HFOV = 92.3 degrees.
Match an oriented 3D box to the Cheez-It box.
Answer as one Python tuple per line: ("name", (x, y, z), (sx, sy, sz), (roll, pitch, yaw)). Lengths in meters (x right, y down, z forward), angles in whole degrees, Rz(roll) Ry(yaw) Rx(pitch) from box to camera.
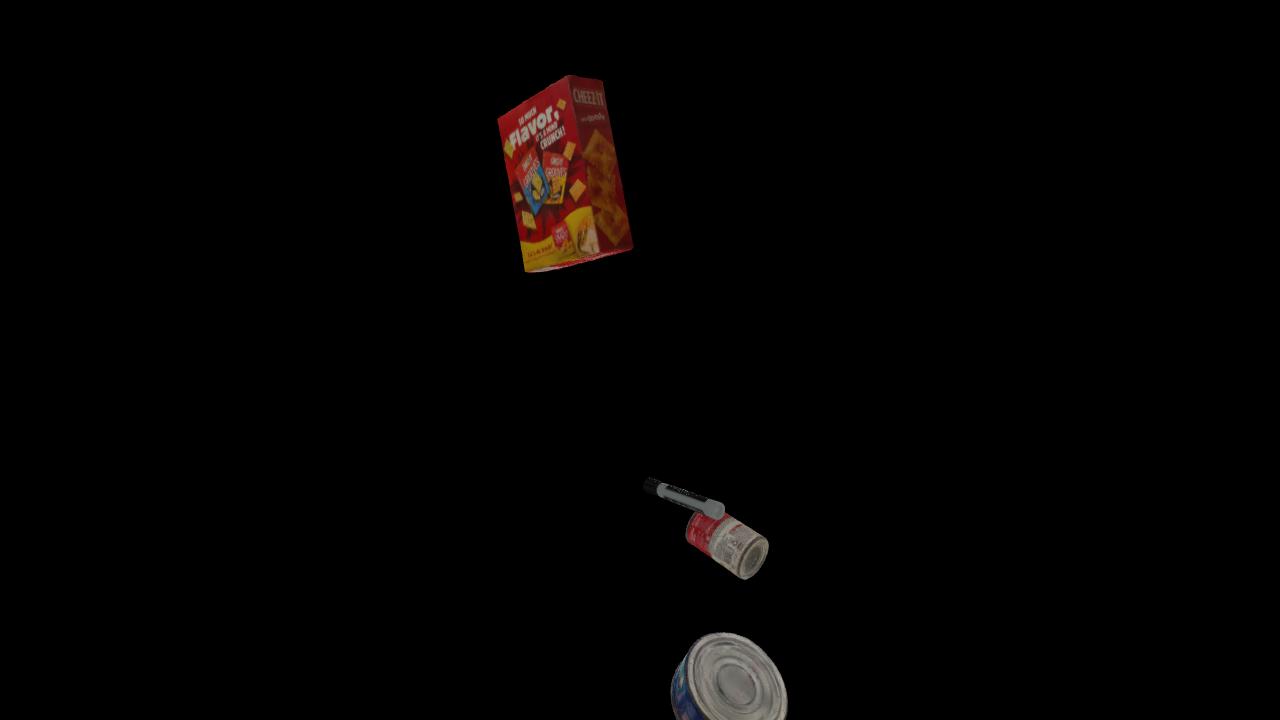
("Cheez-It box", (-0.105, -0.242, 0.835), (0.166, 0.223, 0.071), (-5, 8, 45))

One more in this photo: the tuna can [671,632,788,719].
("tuna can", (0.067, 0.251, 0.464), (0.084, 0.034, 0.084), (15, 32, -9))

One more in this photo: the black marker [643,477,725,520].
("black marker", (0.045, 0.152, 0.686), (0.020, 0.020, 0.121), (0, 5, -39))

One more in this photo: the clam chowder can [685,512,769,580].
("clam chowder can", (0.125, 0.260, 0.886), (0.068, 0.068, 0.102), (0, 18, -45))
